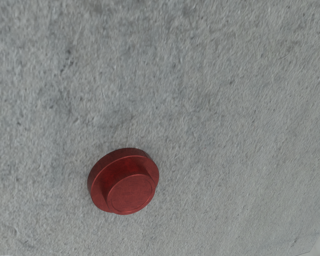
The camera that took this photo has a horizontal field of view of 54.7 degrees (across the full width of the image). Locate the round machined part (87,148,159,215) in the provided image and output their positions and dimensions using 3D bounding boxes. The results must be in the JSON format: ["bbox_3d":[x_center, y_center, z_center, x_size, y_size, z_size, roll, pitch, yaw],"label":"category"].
[{"bbox_3d":[-0.045,0.079,0.422,0.099,0.042,0.097,-14,125,-21],"label":"round machined part"}]
